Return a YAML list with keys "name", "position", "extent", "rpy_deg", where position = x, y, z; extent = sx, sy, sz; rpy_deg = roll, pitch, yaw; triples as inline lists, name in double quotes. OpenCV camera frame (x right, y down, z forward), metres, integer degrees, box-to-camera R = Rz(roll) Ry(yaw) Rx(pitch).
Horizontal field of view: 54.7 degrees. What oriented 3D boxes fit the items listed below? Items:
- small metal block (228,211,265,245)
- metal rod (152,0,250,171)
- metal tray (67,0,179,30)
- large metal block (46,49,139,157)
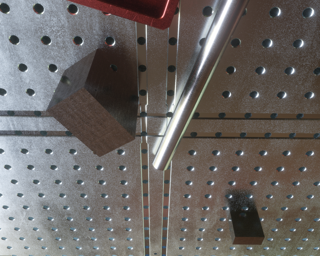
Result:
- name: "small metal block"
  position: [0.151, 0.176, 0.547]
  extent: [0.050, 0.050, 0.025]
  rpy_deg: [1, 130, -1]
- name: "metal rod"
  position: [0.045, -0.055, 0.364]
  extent: [0.025, 0.025, 0.298]
  rpy_deg: [13, 129, -11]
- name: "metal tray"
  position: [-0.040, -0.152, 0.278]
  extent: [0.131, 0.030, 0.089]
  rpy_deg: [14, 129, -12]
- name: "large metal block"
  position: [-0.070, -0.028, 0.351]
  extent: [0.050, 0.080, 0.080]
  rpy_deg: [-27, 125, 21]
